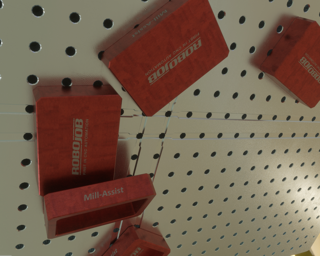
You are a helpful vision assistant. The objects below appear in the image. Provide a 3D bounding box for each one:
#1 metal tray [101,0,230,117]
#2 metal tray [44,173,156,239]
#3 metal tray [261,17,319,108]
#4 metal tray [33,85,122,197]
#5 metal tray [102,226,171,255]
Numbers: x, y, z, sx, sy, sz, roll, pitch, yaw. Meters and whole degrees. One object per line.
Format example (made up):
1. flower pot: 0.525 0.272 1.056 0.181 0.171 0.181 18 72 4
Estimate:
1. metal tray: 0.010 -0.085 0.362 0.130 0.030 0.090 -39 130 -3
2. metal tray: -0.080 0.102 0.403 0.131 0.030 0.089 -8 151 -25
3. metal tray: 0.224 -0.095 0.474 0.131 0.030 0.090 25 105 -37
4. metal tray: -0.098 0.016 0.365 0.091 0.030 0.129 -5 121 -26
5. metal tray: -0.056 0.232 0.522 0.130 0.030 0.090 -49 129 6
